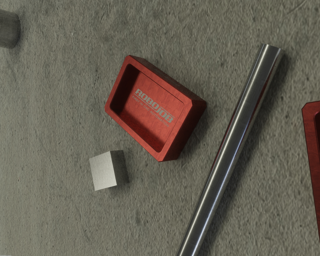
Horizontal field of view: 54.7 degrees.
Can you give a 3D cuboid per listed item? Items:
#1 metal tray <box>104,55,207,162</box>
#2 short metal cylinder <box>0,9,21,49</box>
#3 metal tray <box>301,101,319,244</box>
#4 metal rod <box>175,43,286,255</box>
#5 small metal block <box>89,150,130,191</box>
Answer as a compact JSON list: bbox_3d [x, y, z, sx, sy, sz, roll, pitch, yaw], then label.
[{"bbox_3d":[-0.012,-0.028,0.409,0.130,0.030,0.089,40,114,32],"label":"metal tray"},{"bbox_3d":[-0.346,-0.216,0.670,0.080,0.050,0.079,0,90,39],"label":"short metal cylinder"},{"bbox_3d":[0.176,0.037,0.255,0.090,0.030,0.129,-9,84,39],"label":"metal tray"},{"bbox_3d":[0.067,0.055,0.348,0.025,0.025,0.298,30,108,35],"label":"metal rod"},{"bbox_3d":[-0.077,0.064,0.466,0.050,0.025,0.050,-21,77,37],"label":"small metal block"}]
